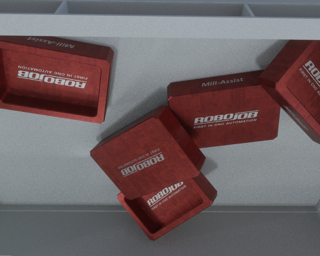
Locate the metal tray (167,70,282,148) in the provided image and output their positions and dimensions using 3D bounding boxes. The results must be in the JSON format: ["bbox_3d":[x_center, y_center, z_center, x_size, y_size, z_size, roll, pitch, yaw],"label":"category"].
[{"bbox_3d":[0.080,-0.020,0.389,0.131,0.030,0.090,-7,130,6],"label":"metal tray"}]

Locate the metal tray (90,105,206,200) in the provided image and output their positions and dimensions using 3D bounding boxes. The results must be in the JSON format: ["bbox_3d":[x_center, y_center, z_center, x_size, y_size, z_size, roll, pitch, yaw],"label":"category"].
[{"bbox_3d":[-0.019,0.037,0.399,0.130,0.030,0.090,-28,105,37],"label":"metal tray"}]

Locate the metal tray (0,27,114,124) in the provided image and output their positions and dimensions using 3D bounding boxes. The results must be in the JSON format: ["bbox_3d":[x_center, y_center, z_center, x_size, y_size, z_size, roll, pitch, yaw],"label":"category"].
[{"bbox_3d":[-0.124,-0.057,0.355,0.131,0.030,0.089,9,130,-8],"label":"metal tray"}]

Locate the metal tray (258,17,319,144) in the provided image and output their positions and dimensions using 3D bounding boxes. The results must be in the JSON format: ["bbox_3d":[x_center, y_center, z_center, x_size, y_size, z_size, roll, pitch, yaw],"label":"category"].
[{"bbox_3d":[0.181,-0.046,0.343,0.130,0.030,0.090,37,94,-27],"label":"metal tray"}]

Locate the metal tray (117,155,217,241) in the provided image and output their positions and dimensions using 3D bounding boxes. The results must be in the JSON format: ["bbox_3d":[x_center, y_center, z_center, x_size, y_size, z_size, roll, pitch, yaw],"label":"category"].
[{"bbox_3d":[0.007,0.100,0.461,0.129,0.030,0.090,-42,85,29],"label":"metal tray"}]
